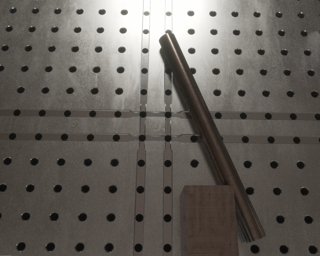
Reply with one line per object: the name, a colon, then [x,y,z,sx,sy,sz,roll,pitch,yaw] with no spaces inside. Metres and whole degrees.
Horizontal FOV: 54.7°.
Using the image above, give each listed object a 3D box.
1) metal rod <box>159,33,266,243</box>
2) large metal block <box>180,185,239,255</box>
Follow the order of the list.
metal rod: [0.062,-0.001,0.412,0.025,0.025,0.299,-19,71,-7]
large metal block: [0.051,0.110,0.343,0.050,0.080,0.080,0,70,0]
